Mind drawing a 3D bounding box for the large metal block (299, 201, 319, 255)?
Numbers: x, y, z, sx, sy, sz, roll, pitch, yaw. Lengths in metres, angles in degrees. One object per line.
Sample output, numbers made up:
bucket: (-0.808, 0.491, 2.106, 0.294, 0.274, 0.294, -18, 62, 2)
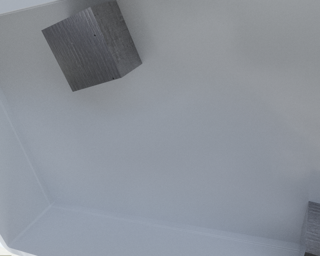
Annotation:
large metal block: (0.205, 0.138, 0.350, 0.080, 0.080, 0.050, 11, 123, 22)

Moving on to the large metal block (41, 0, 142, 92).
large metal block: (-0.081, -0.097, 0.375, 0.080, 0.050, 0.080, -10, 114, 32)
